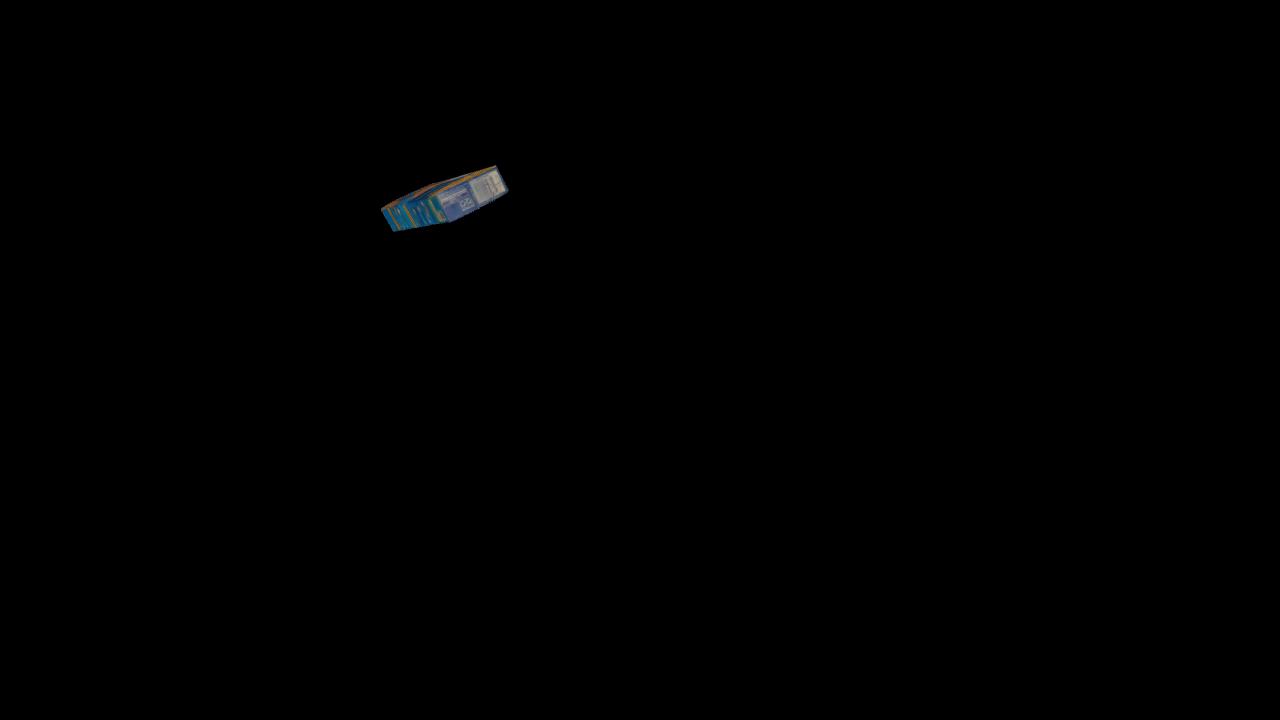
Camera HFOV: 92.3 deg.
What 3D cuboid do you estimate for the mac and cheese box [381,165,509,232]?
[{"bbox_3d":[-0.256,-0.206,0.793,0.184,0.041,0.093,8,40,48],"label":"mac and cheese box"}]
